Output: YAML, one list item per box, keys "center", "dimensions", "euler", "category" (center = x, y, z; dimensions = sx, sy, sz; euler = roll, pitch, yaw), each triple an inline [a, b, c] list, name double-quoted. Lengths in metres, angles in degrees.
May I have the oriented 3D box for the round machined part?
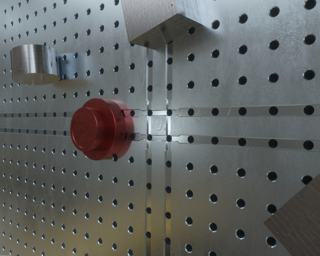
- center: [-0.103, 0.002, 0.484]
  dimensions: [0.098, 0.042, 0.097]
  euler: [0, 90, 40]
  category: "round machined part"

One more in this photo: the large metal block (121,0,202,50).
- center: [-0.001, -0.157, 0.394]
  dimensions: [0.080, 0.050, 0.080]
  euler: [-18, 79, 38]
  category: "large metal block"

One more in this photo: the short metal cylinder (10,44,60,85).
- center: [-0.224, -0.112, 0.559]
  dimensions: [0.080, 0.081, 0.050]
  euler: [-11, 83, 39]
  category: "short metal cylinder"

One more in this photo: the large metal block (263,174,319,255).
- center: [0.154, 0.085, 0.266]
  dimensions: [0.080, 0.050, 0.080]
  euler: [51, 120, 28]
  category: "large metal block"
